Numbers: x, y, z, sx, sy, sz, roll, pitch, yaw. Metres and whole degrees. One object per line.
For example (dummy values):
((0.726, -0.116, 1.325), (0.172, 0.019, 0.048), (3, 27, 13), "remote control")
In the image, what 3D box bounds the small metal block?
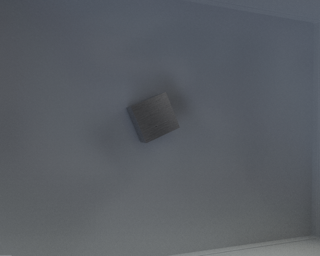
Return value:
((-0.009, -0.014, 0.404), (0.050, 0.025, 0.050), (-25, 99, -19), "small metal block")
